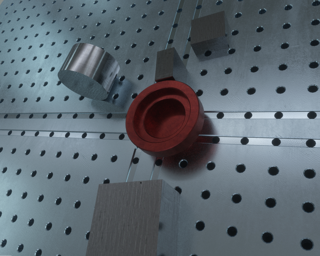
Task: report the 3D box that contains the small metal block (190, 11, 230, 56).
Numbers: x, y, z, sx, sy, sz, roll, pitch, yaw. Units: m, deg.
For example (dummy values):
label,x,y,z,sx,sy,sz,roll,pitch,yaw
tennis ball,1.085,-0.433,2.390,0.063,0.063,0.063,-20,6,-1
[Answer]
label,x,y,z,sx,sy,sz,roll,pitch,yaw
small metal block,0.073,-0.139,0.454,0.050,0.025,0.050,-9,58,23

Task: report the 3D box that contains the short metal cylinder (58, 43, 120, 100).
label,x,y,z,sx,sy,sz,roll,pitch,yaw
short metal cylinder,-0.110,-0.086,0.481,0.080,0.080,0.050,6,65,31

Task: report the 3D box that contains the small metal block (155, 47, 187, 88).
label,x,y,z,sx,sy,sz,roll,pitch,yaw
small metal block,0.017,-0.074,0.427,0.025,0.050,0.050,-10,57,23

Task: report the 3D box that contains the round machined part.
label,x,y,z,sx,sy,sz,roll,pitch,yaw
round machined part,0.009,-0.009,0.394,0.098,0.042,0.098,-11,61,21

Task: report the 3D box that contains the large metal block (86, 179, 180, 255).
label,x,y,z,sx,sy,sz,roll,pitch,yaw
large metal block,-0.027,0.106,0.340,0.080,0.050,0.080,-9,58,23
